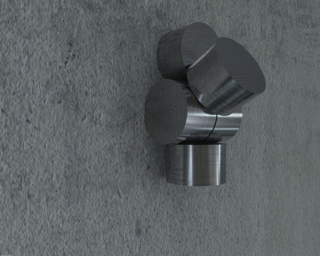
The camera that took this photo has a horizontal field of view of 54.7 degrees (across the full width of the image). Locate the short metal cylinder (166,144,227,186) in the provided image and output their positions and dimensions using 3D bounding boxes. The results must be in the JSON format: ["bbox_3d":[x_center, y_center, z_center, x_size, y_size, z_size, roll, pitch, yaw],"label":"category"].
[{"bbox_3d":[0.048,0.045,0.413,0.081,0.080,0.050,0,90,-40],"label":"short metal cylinder"}]

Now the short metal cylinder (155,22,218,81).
[{"bbox_3d":[0.041,-0.099,0.427,0.081,0.050,0.079,0,90,-40],"label":"short metal cylinder"}]

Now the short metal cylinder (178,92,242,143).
[{"bbox_3d":[0.065,-0.019,0.426,0.050,0.080,0.079,0,90,-40],"label":"short metal cylinder"}]

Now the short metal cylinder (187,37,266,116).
[{"bbox_3d":[0.080,-0.061,0.373,0.080,0.050,0.080,22,49,-28],"label":"short metal cylinder"}]

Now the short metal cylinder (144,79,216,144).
[{"bbox_3d":[0.024,-0.020,0.393,0.050,0.080,0.079,1,90,-41],"label":"short metal cylinder"}]
